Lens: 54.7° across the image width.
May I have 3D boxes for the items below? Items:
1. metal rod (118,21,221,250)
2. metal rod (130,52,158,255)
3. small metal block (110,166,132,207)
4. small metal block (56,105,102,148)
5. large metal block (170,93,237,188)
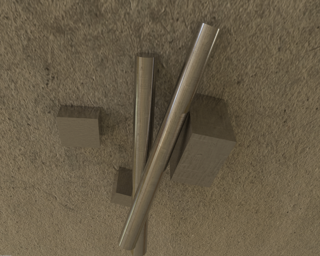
[{"bbox_3d":[0.003,0.026,0.370,0.025,0.025,0.298,15,111,-13],"label":"metal rod"},{"bbox_3d":[-0.024,0.053,0.406,0.025,0.025,0.298,2,116,-3],"label":"metal rod"},{"bbox_3d":[-0.044,0.091,0.468,0.050,0.050,0.025,18,128,-15],"label":"small metal block"},{"bbox_3d":[-0.103,-0.001,0.405,0.050,0.025,0.050,3,130,-3],"label":"small metal block"},{"bbox_3d":[0.047,0.014,0.383,0.050,0.080,0.079,12,129,-10],"label":"large metal block"}]
